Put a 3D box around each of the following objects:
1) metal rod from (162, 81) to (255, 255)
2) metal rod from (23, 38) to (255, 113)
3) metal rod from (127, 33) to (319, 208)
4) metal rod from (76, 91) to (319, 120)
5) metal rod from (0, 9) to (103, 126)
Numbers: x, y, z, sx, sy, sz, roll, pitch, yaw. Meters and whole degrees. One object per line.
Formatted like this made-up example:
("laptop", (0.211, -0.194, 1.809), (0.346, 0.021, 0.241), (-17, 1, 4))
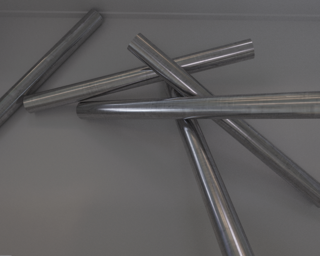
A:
("metal rod", (0.038, 0.016, 0.342), (0.025, 0.025, 0.300), (-12, 47, -4))
("metal rod", (-0.032, -0.065, 0.401), (0.301, 0.025, 0.025), (-13, 70, 7))
("metal rod", (0.085, -0.008, 0.374), (0.300, 0.025, 0.025), (39, 74, -2))
("metal rod", (0.025, -0.022, 0.344), (0.300, 0.025, 0.025), (1, 67, 30))
("metal rod", (-0.186, -0.057, 0.429), (0.025, 0.025, 0.300), (35, 73, 12))
